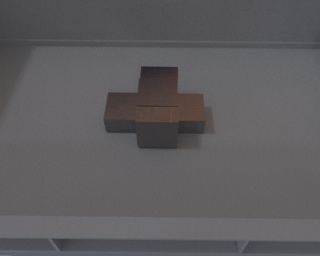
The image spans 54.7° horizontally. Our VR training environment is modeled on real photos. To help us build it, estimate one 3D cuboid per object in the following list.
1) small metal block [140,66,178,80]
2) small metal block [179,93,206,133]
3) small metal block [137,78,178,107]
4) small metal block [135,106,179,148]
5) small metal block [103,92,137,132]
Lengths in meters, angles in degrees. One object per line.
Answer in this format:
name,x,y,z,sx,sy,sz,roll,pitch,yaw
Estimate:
small metal block,-0.001,-0.059,0.435,0.050,0.050,0.025,1,50,0
small metal block,0.034,-0.020,0.420,0.050,0.025,0.050,1,50,0
small metal block,-0.003,-0.038,0.401,0.050,0.025,0.050,1,50,0
small metal block,-0.003,-0.001,0.385,0.050,0.050,0.025,1,50,0
small metal block,-0.047,-0.022,0.420,0.050,0.025,0.050,1,50,0
